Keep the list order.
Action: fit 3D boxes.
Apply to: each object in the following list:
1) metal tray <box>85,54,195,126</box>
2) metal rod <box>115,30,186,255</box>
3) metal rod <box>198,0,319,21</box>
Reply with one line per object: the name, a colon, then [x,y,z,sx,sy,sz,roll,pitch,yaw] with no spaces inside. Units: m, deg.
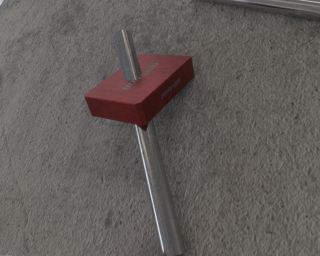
metal tray: [-0.023,-0.057,0.413,0.090,0.030,0.131,11,41,32]
metal rod: [-0.019,0.000,0.380,0.025,0.025,0.299,-22,64,15]
metal rod: [0.160,-0.171,0.424,0.300,0.025,0.025,28,77,37]
